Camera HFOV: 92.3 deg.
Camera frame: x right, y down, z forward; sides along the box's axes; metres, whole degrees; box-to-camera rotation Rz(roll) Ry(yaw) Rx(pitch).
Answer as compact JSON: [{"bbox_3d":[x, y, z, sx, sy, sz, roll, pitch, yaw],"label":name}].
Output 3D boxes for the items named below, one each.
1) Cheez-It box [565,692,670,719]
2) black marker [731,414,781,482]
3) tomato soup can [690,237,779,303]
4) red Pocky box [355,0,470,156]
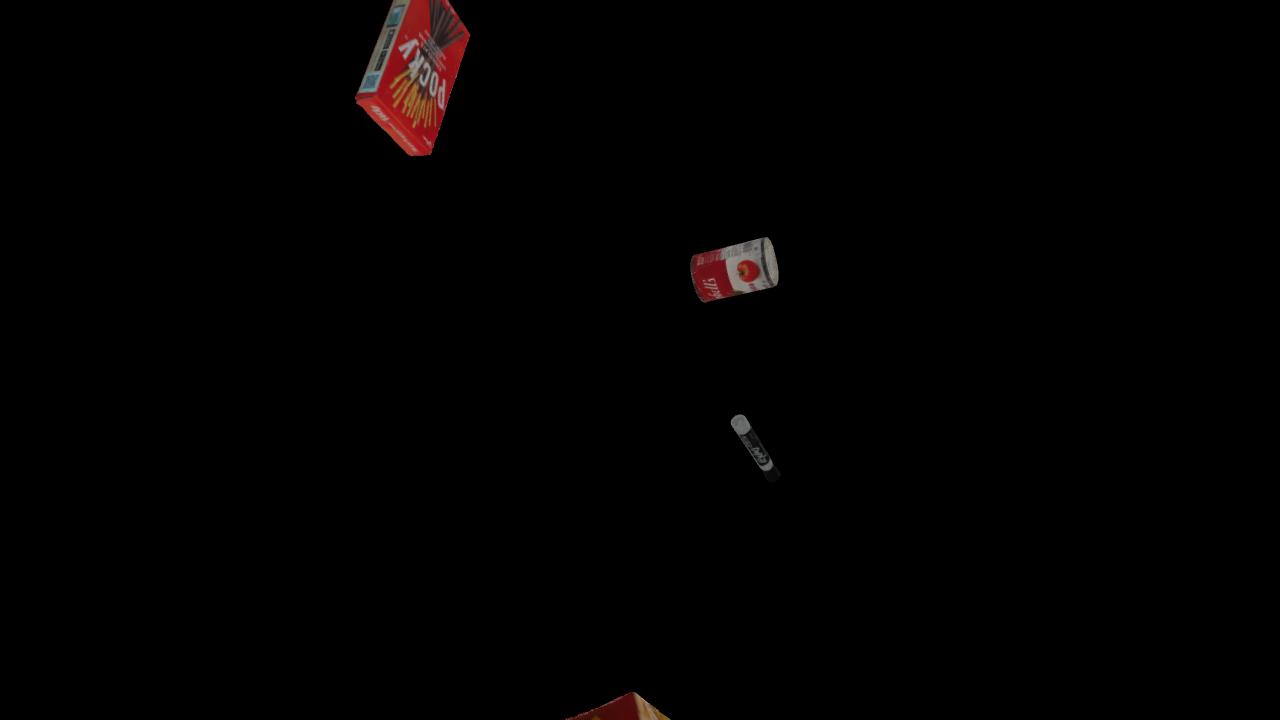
[{"bbox_3d":[0.024,0.339,0.358,0.071,0.166,0.223,-25,42,4],"label":"Cheez-It box"},{"bbox_3d":[0.139,0.107,0.727,0.020,0.020,0.121,0,-41,38],"label":"black marker"},{"bbox_3d":[0.126,-0.119,0.815,0.101,0.068,0.068,-11,-5,25],"label":"tomato soup can"},{"bbox_3d":[-0.212,-0.283,0.589,0.028,0.155,0.083,5,-17,18],"label":"red Pocky box"}]
